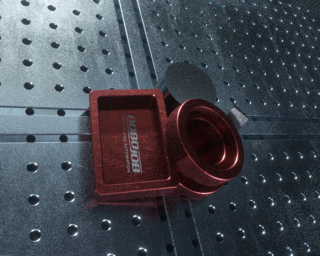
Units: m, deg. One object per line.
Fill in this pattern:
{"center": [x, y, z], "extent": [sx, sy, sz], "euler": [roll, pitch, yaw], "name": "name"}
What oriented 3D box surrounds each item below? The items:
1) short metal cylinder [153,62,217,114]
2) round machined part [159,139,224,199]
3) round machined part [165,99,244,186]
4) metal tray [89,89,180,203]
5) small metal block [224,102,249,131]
{"center": [0.032, -0.046, 0.439], "extent": [0.081, 0.050, 0.080], "euler": [14, 56, -21], "name": "short metal cylinder"}
{"center": [0.048, 0.038, 0.401], "extent": [0.099, 0.042, 0.098], "euler": [14, 56, -21], "name": "round machined part"}
{"center": [0.045, 0.019, 0.350], "extent": [0.099, 0.042, 0.098], "euler": [21, 52, -29], "name": "round machined part"}
{"center": [-0.034, 0.016, 0.364], "extent": [0.091, 0.030, 0.130], "euler": [-3, 62, -14], "name": "metal tray"}
{"center": [0.095, -0.007, 0.437], "extent": [0.025, 0.050, 0.050], "euler": [40, 16, -2], "name": "small metal block"}
